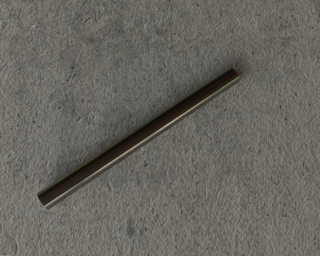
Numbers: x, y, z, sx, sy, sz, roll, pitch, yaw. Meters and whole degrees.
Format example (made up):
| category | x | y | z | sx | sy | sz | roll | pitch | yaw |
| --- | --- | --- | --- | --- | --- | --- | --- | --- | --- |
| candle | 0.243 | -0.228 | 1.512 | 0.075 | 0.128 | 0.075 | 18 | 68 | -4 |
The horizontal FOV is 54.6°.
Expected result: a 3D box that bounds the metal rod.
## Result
| category | x | y | z | sx | sy | sz | roll | pitch | yaw |
| --- | --- | --- | --- | --- | --- | --- | --- | --- | --- |
| metal rod | -0.019 | 0.007 | 0.407 | 0.301 | 0.025 | 0.025 | -34 | 74 | -12 |
